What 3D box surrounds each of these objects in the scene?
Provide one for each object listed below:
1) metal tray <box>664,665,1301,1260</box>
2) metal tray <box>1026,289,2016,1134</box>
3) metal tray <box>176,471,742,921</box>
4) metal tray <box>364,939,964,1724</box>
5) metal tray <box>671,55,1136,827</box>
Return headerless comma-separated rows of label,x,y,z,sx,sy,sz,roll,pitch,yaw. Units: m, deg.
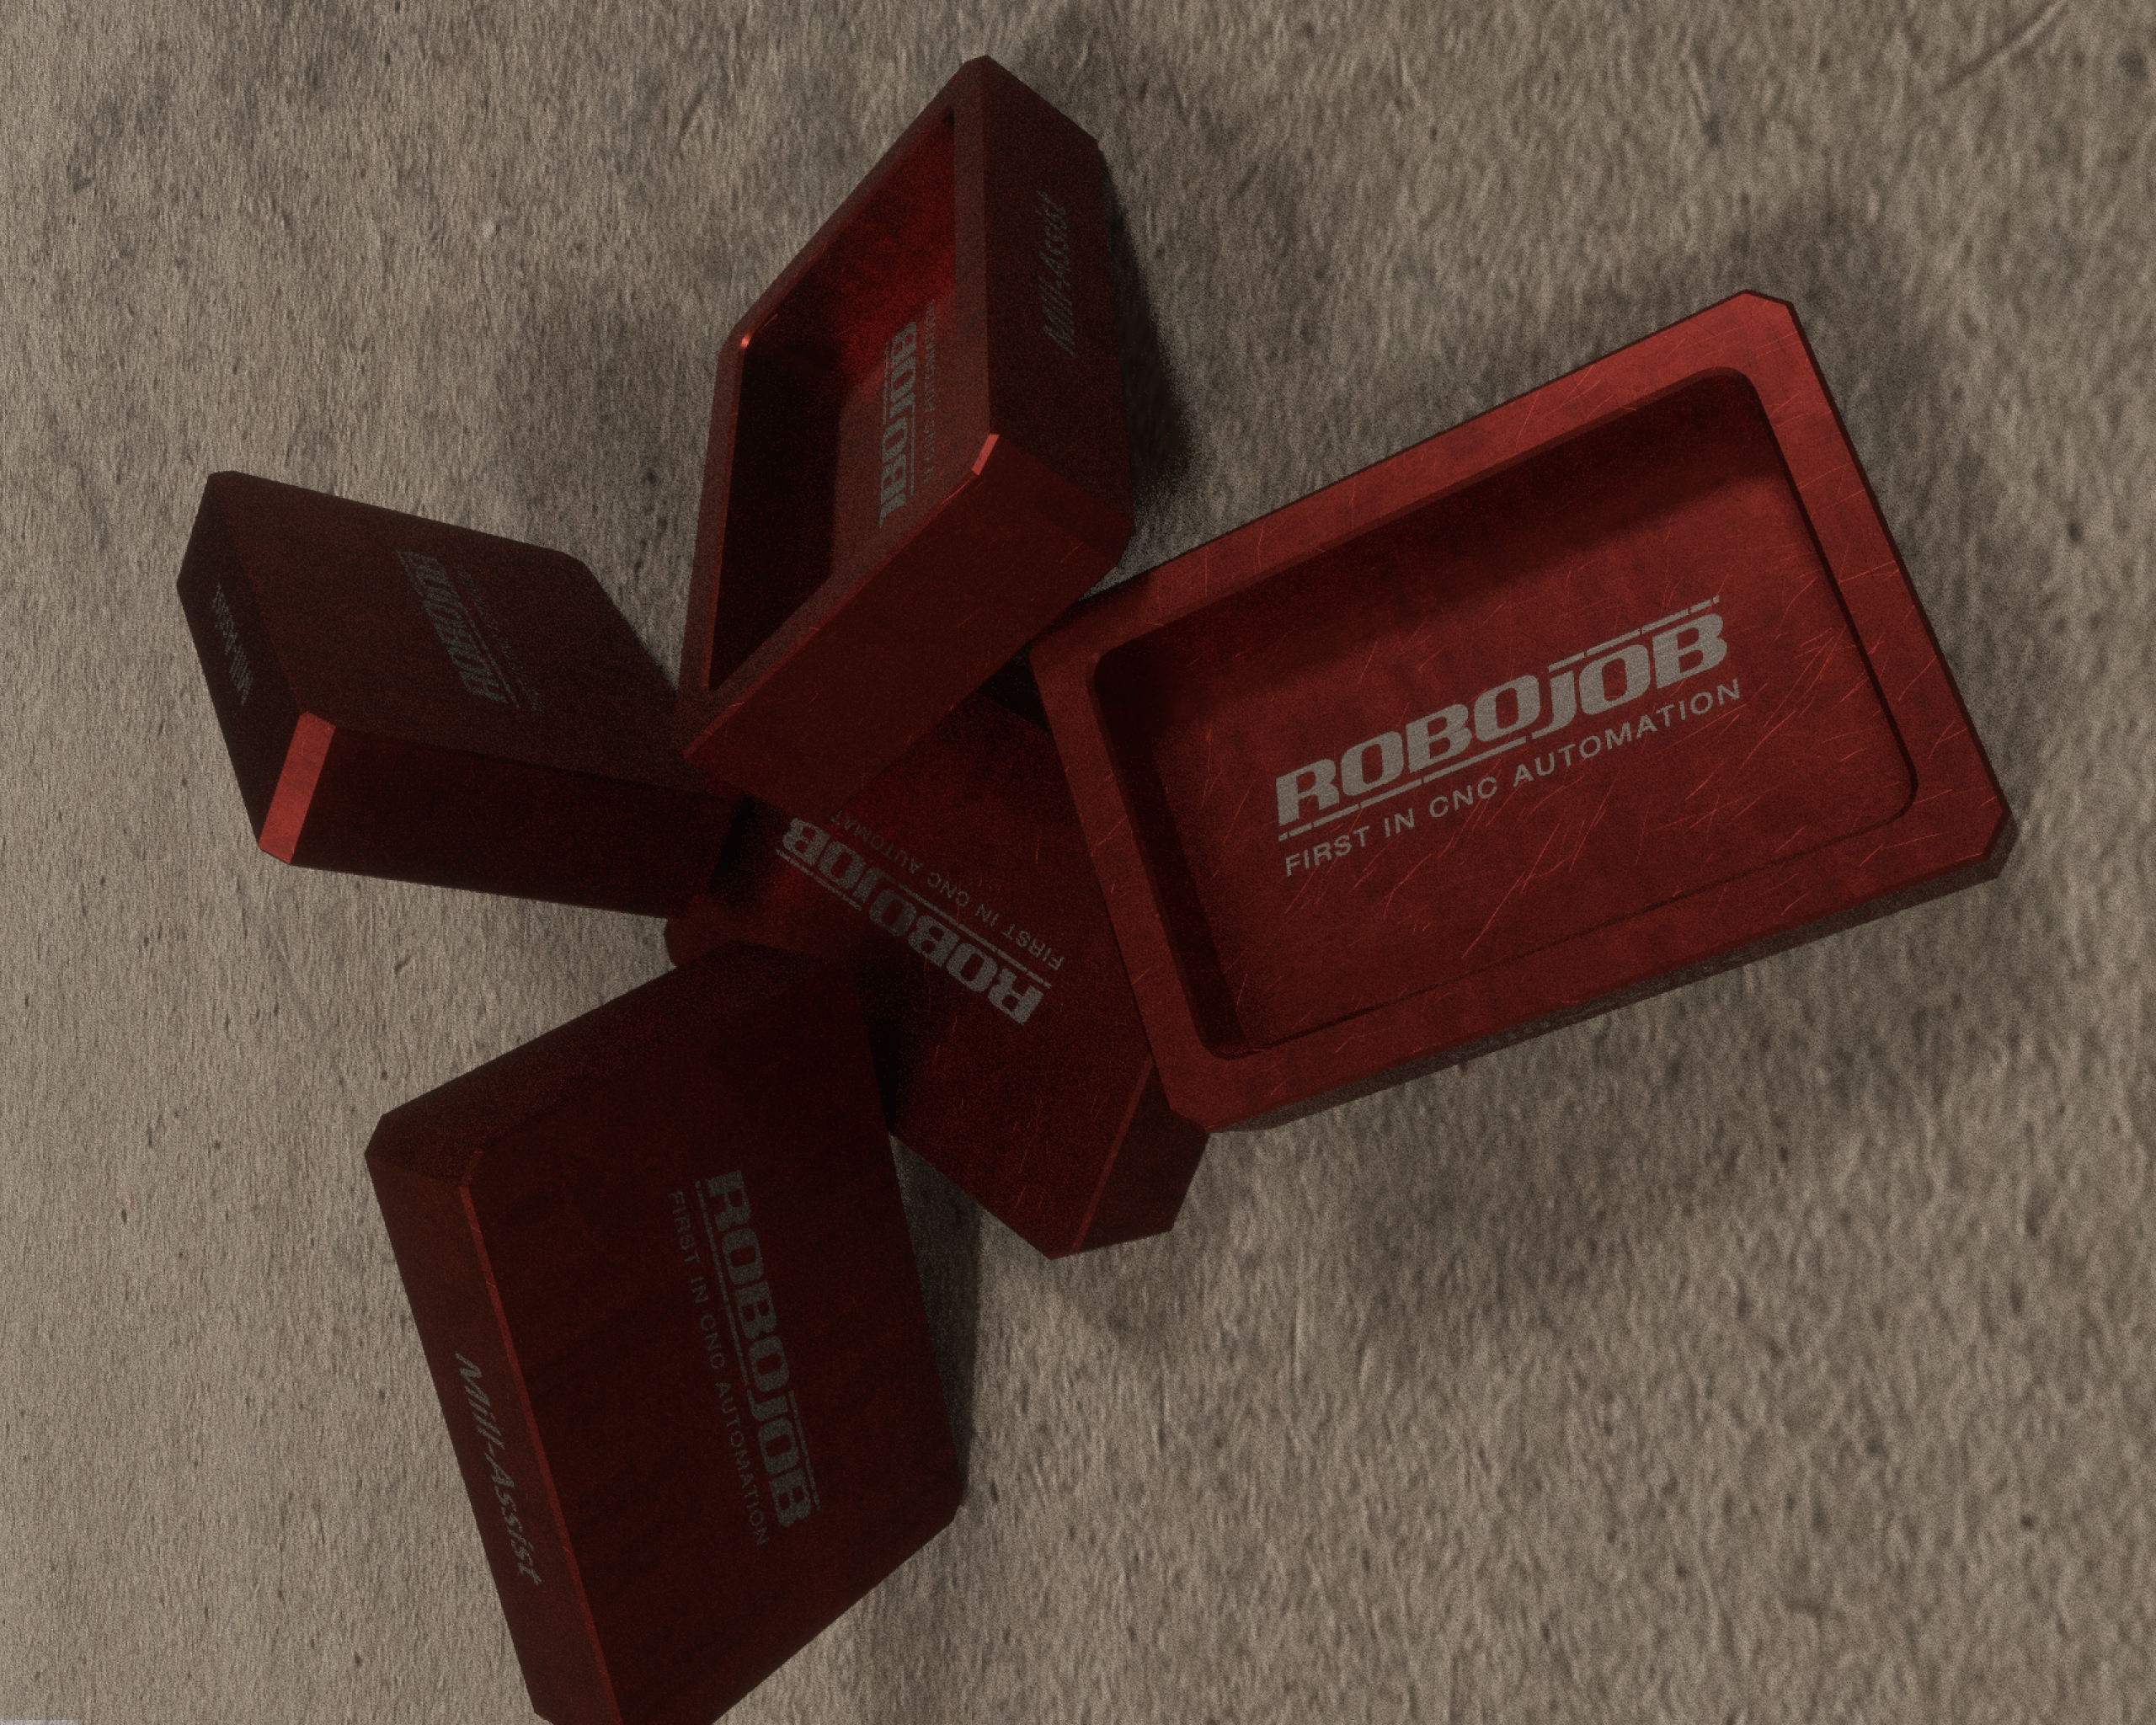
metal tray,-0.023,0.008,0.420,0.130,0.030,0.089,32,110,35
metal tray,0.065,-0.019,0.327,0.130,0.030,0.090,-23,75,22
metal tray,-0.138,-0.038,0.455,0.130,0.091,0.030,48,120,48
metal tray,-0.073,0.091,0.396,0.030,0.091,0.129,7,115,40
metal tray,-0.034,-0.081,0.391,0.090,0.030,0.130,-38,38,33
